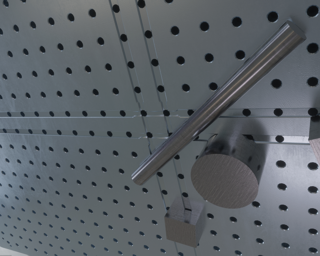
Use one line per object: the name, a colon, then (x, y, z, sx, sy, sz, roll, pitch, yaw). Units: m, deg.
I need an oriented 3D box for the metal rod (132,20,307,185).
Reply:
metal rod: (0.047, -0.007, 0.381, 0.025, 0.025, 0.298, 42, 129, -1)

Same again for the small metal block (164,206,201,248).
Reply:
small metal block: (0.037, 0.156, 0.488, 0.050, 0.025, 0.050, 8, 122, 23)

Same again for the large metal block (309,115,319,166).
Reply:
large metal block: (0.203, 0.023, 0.303, 0.080, 0.050, 0.080, -19, 109, 35)

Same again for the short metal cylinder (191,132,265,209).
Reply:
short metal cylinder: (0.085, 0.052, 0.383, 0.080, 0.050, 0.079, 13, 124, 21)
